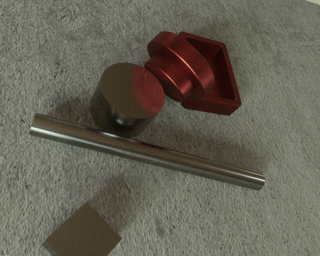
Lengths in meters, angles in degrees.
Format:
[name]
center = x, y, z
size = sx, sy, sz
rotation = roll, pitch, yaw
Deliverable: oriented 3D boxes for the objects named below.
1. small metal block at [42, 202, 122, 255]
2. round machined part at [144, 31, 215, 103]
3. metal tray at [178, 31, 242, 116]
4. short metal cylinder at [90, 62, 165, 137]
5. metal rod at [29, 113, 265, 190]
[small metal block]
center = -0.074, 0.109, 0.297
size = 0.050, 0.025, 0.050
rotation = 45, 51, 3
[round machined part]
center = 0.019, -0.071, 0.395
size = 0.098, 0.098, 0.042
rotation = 43, 80, 2
[metal tray]
center = 0.072, -0.087, 0.491
size = 0.091, 0.030, 0.130
rotation = 8, 58, -24
[short metal cylinder]
center = -0.041, -0.034, 0.386
size = 0.081, 0.050, 0.080
rotation = 13, 56, -21
[metal rod]
center = 0.000, 0.035, 0.382
size = 0.302, 0.025, 0.025
rotation = 16, 55, -19
